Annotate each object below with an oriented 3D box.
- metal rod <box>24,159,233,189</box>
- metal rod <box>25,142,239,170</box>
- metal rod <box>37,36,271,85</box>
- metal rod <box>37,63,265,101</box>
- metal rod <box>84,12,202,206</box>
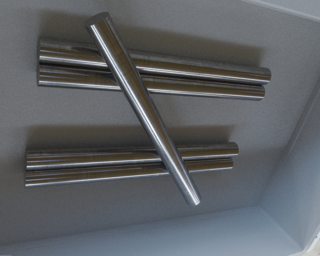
[{"bbox_3d":[-0.023,0.057,0.429,0.303,0.025,0.025,0,119,-29],"label":"metal rod"},{"bbox_3d":[-0.017,0.035,0.418,0.303,0.025,0.025,0,119,-29],"label":"metal rod"},{"bbox_3d":[0.016,-0.074,0.369,0.303,0.025,0.025,0,118,-29],"label":"metal rod"},{"bbox_3d":[0.012,-0.053,0.380,0.303,0.025,0.025,0,118,-29],"label":"metal rod"},{"bbox_3d":[-0.004,0.004,0.375,0.025,0.025,0.299,-33,129,-7],"label":"metal rod"}]
